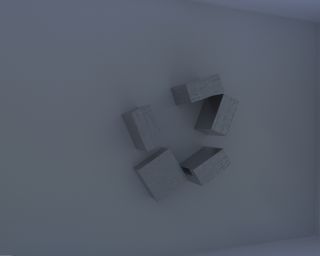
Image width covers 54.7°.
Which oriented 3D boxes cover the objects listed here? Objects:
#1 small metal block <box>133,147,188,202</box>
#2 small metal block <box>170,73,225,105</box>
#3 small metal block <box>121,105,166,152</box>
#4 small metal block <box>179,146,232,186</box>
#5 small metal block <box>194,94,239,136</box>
[{"bbox_3d":[0.001,0.061,0.411,0.050,0.025,0.050,-34,101,-17],"label":"small metal block"},{"bbox_3d":[0.049,-0.051,0.415,0.050,0.050,0.025,-20,97,-19],"label":"small metal block"},{"bbox_3d":[-0.022,0.000,0.389,0.025,0.050,0.050,-25,99,-18],"label":"small metal block"},{"bbox_3d":[0.059,0.050,0.419,0.050,0.050,0.025,-33,101,-17],"label":"small metal block"},{"bbox_3d":[0.076,-0.017,0.425,0.025,0.050,0.050,23,82,-19],"label":"small metal block"}]
